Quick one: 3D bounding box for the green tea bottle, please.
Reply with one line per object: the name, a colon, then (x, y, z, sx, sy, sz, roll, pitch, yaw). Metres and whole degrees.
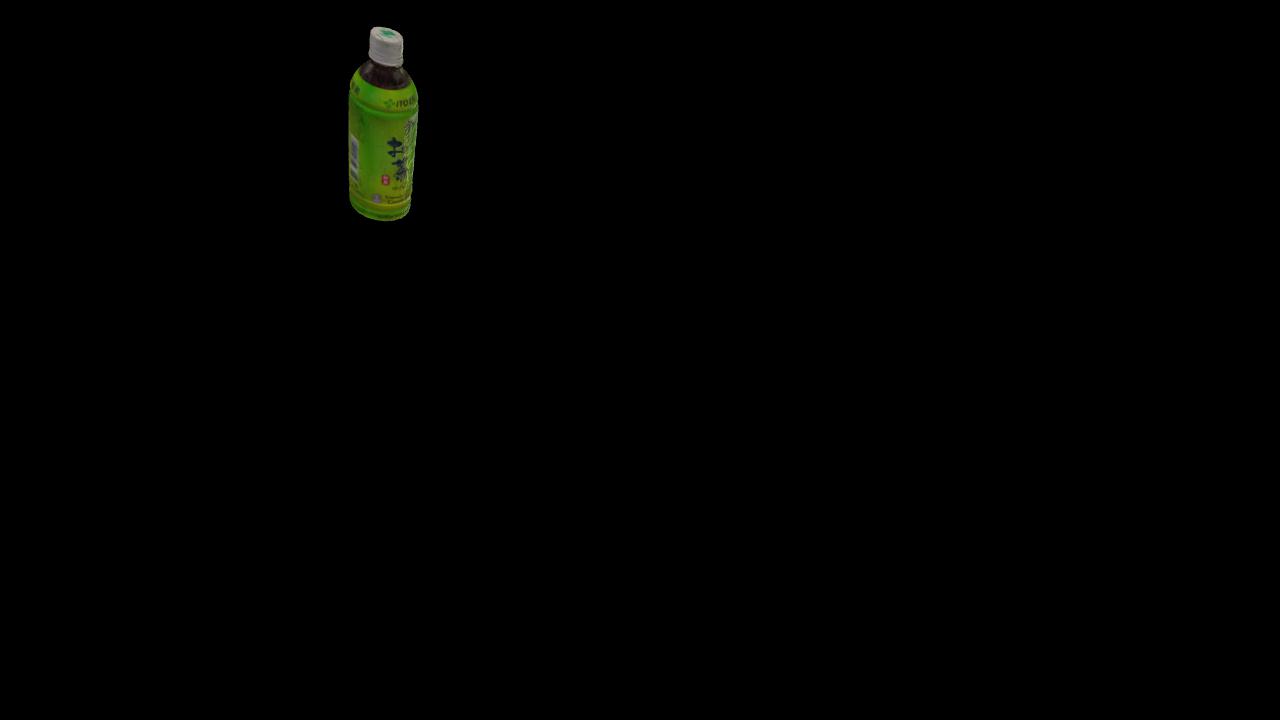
green tea bottle: (-0.284, -0.254, 0.678, 0.073, 0.073, 0.212, 0, -37, -23)
